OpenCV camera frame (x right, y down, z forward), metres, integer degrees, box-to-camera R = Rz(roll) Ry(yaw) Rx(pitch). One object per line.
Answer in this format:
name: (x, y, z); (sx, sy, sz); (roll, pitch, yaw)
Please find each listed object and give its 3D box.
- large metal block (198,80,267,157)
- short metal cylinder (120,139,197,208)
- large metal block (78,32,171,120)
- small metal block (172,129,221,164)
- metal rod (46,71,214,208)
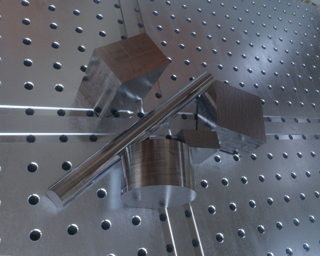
large metal block: (0.103, -0.013, 0.455); (0.081, 0.050, 0.080); (18, 55, -18)
short metal cylinder: (-0.002, 0.052, 0.340); (0.081, 0.080, 0.050); (11, 57, -23)
large metal block: (-0.046, -0.065, 0.390); (0.081, 0.080, 0.050); (-32, 80, -38)
small metal block: (0.041, 0.025, 0.401); (0.050, 0.050, 0.025); (5, 60, -26)
metal rod: (-0.015, -0.005, 0.404); (0.025, 0.025, 0.302); (47, 51, 4)
